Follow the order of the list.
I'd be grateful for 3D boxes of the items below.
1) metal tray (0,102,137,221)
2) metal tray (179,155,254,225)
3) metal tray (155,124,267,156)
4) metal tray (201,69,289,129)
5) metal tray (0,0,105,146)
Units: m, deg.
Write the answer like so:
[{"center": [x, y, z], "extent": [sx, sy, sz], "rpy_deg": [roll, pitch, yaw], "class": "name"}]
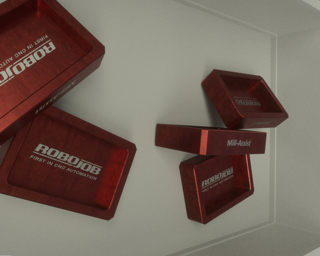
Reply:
[{"center": [-0.094, 0.037, 0.324], "extent": [0.131, 0.030, 0.090], "rpy_deg": [29, 72, -36], "class": "metal tray"}, {"center": [0.092, 0.080, 0.480], "extent": [0.131, 0.030, 0.089], "rpy_deg": [-17, 101, -39], "class": "metal tray"}, {"center": [0.070, 0.015, 0.421], "extent": [0.131, 0.090, 0.030], "rpy_deg": [3, 93, -40], "class": "metal tray"}, {"center": [0.136, -0.044, 0.486], "extent": [0.131, 0.030, 0.090], "rpy_deg": [-2, 56, -40], "class": "metal tray"}, {"center": [-0.125, -0.059, 0.274], "extent": [0.090, 0.030, 0.131], "rpy_deg": [44, 61, -3], "class": "metal tray"}]
